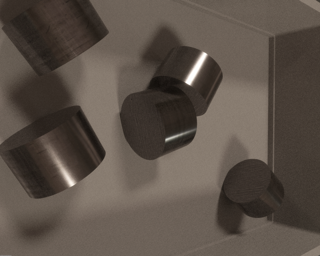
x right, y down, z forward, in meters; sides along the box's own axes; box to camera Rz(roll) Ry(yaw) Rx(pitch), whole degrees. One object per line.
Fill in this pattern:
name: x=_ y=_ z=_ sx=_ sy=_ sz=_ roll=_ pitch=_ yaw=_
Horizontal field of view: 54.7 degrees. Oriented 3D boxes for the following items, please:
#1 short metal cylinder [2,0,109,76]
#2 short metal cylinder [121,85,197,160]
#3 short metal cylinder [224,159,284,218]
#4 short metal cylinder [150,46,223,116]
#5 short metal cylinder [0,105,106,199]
short metal cylinder: x=-0.096 y=-0.092 z=0.291 sx=0.080 sy=0.080 sz=0.050 roll=-47 pitch=119 yaw=-30
short metal cylinder: x=-0.003 y=-0.007 z=0.370 sx=0.050 sy=0.080 sz=0.079 roll=-19 pitch=103 yaw=-39
short metal cylinder: x=0.151 y=0.097 z=0.501 sx=0.050 sy=0.080 sz=0.080 roll=46 pitch=63 yaw=-31
short metal cylinder: x=0.034 y=-0.059 z=0.401 sx=0.080 sy=0.080 sz=0.050 roll=44 pitch=64 yaw=-32
short metal cylinder: x=-0.099 y=0.020 z=0.289 sx=0.080 sy=0.080 sz=0.050 roll=-39 pitch=114 yaw=-33
